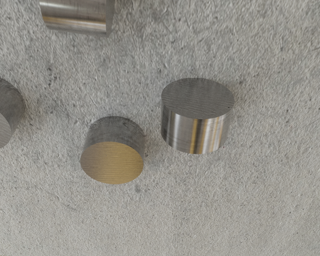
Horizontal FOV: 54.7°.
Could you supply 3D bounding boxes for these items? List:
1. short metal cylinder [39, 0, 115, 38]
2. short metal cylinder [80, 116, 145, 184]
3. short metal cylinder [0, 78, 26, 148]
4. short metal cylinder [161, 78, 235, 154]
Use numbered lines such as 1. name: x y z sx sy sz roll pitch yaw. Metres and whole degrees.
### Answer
1. short metal cylinder: -0.066 -0.122 0.266 0.050 0.080 0.079 7 130 -6
2. short metal cylinder: -0.061 0.030 0.416 0.081 0.050 0.079 0 130 0
3. short metal cylinder: -0.212 -0.018 0.373 0.081 0.050 0.079 0 130 0
4. short metal cylinder: 0.041 -0.016 0.358 0.081 0.080 0.050 1 130 -1
